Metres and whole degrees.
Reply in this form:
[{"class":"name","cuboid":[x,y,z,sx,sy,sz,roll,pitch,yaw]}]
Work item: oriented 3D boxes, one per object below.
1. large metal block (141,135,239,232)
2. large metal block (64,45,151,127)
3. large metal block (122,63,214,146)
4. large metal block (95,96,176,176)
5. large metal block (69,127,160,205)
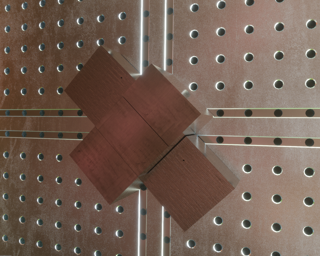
[{"class":"large metal block","cuboid":[0.039,0.065,0.385,0.080,0.050,0.080,-46,76,15]},{"class":"large metal block","cuboid":[-0.066,-0.050,0.419,0.080,0.050,0.080,47,105,13]},{"class":"large metal block","cuboid":[0.014,-0.026,0.378,0.050,0.080,0.080,-46,76,14]},{"class":"large metal block","cuboid":[-0.021,0.009,0.390,0.050,0.080,0.080,-46,76,14]},{"class":"large metal block","cuboid":[-0.054,0.044,0.402,0.050,0.080,0.080,-46,76,14]}]
